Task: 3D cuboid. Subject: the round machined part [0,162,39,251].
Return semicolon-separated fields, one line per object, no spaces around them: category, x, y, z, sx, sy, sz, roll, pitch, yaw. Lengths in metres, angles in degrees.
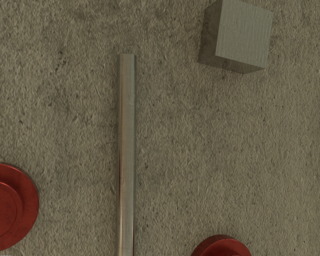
round machined part;-0.183;0.087;0.333;0.099;0.042;0.097;0;90;-20

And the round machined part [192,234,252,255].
round machined part;0.091;0.205;0.434;0.099;0.042;0.097;0;90;-20

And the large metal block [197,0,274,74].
large metal block;0.105;-0.127;0.435;0.081;0.050;0.080;9;87;-20

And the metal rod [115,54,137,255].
metal rod;-0.043;0.058;0.393;0.025;0.025;0.298;1;90;-20
